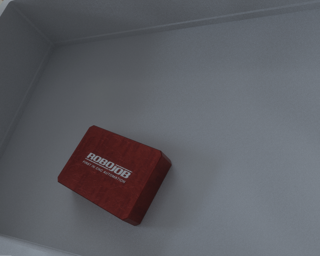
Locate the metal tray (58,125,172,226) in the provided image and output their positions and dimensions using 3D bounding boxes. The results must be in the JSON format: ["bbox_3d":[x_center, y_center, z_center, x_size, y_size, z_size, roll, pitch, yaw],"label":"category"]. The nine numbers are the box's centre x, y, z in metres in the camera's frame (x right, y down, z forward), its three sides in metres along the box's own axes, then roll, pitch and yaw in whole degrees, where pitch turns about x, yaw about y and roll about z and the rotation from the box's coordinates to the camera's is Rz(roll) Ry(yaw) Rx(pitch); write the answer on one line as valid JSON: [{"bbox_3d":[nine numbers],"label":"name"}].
[{"bbox_3d":[-0.061,0.056,0.399,0.130,0.030,0.090,18,71,34],"label":"metal tray"}]
